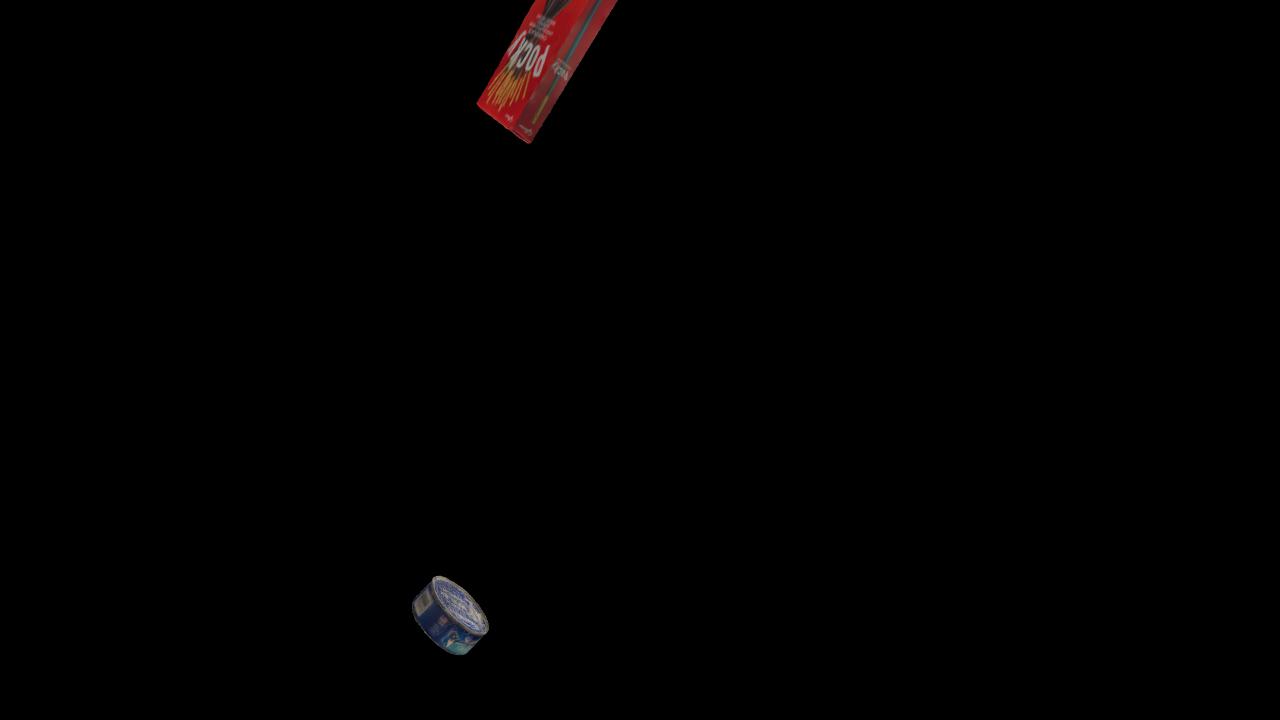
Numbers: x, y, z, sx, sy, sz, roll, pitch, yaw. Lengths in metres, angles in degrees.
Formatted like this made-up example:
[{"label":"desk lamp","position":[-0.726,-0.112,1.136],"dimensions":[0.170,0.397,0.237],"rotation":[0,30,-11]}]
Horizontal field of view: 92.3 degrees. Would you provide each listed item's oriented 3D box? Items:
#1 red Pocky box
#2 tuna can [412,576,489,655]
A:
[{"label":"red Pocky box","position":[-0.085,-0.280,0.556],"dimensions":[0.028,0.155,0.083],"rotation":[21,18,-50]},{"label":"tuna can","position":[-0.206,0.278,0.669],"dimensions":[0.084,0.034,0.084],"rotation":[43,-8,8]}]
